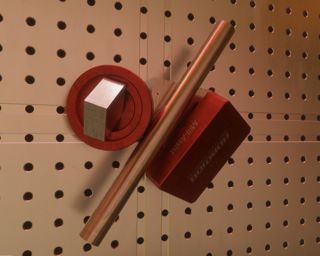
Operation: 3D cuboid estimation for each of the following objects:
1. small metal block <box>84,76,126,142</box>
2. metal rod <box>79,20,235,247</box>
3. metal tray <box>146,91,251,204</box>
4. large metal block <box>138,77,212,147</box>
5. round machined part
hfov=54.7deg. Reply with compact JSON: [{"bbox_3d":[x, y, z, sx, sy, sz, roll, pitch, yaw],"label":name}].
[{"bbox_3d":[-0.062,-0.022,0.347,0.025,0.050,0.050,20,44,6],"label":"small metal block"},{"bbox_3d":[0.004,-0.003,0.361,0.025,0.025,0.300,36,78,-17],"label":"metal rod"},{"bbox_3d":[0.052,0.029,0.395,0.130,0.030,0.090,-52,139,1],"label":"metal tray"},{"bbox_3d":[0.015,-0.015,0.406,0.081,0.050,0.080,10,87,-20],"label":"large metal block"},{"bbox_3d":[-0.056,-0.024,0.370,0.099,0.042,0.097,0,93,5],"label":"round machined part"}]
